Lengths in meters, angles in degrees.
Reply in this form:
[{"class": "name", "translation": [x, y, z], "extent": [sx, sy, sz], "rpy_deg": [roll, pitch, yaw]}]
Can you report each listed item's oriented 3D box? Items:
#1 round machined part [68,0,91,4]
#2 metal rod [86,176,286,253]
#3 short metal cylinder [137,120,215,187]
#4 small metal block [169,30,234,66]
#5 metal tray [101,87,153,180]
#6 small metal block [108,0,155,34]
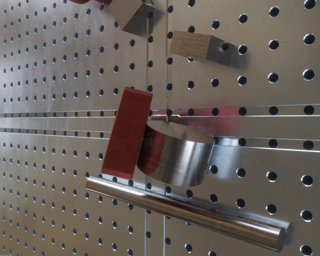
[{"class": "round machined part", "translation": [-0.119, -0.248, 0.496], "extent": [0.098, 0.042, 0.097], "rpy_deg": [0, 90, 40]}, {"class": "metal rod", "translation": [0.006, 0.101, 0.404], "extent": [0.300, 0.025, 0.025], "rpy_deg": [6, 94, 39]}, {"class": "short metal cylinder", "translation": [0.018, 0.027, 0.359], "extent": [0.080, 0.081, 0.050], "rpy_deg": [24, 105, 37]}, {"class": "small metal block", "translation": [0.048, -0.091, 0.354], "extent": [0.050, 0.050, 0.025], "rpy_deg": [22, 104, 38]}, {"class": "metal tray", "translation": [-0.037, 0.014, 0.367], "extent": [0.030, 0.130, 0.090], "rpy_deg": [14, 80, -2]}, {"class": "small metal block", "translation": [-0.041, -0.173, 0.444], "extent": [0.050, 0.025, 0.050], "rpy_deg": [-42, 65, 32]}]
